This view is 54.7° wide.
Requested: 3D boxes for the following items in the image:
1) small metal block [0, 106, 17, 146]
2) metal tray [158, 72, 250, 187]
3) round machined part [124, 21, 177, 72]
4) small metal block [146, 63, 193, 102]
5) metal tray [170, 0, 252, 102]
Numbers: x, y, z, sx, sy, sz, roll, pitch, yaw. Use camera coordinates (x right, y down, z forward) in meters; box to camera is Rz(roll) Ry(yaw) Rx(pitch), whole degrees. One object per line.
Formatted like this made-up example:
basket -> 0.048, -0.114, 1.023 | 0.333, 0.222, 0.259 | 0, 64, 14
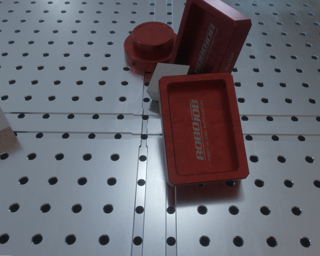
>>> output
small metal block -> -0.225, 0.001, 0.405 | 0.050, 0.025, 0.050 | -28, 56, -22
metal tray -> 0.048, 0.001, 0.370 | 0.091, 0.030, 0.129 | -5, 75, -4
round machined part -> -0.011, -0.140, 0.514 | 0.099, 0.042, 0.098 | 0, 50, 0
small metal block -> 0.015, -0.064, 0.447 | 0.050, 0.025, 0.050 | 10, 67, 23
metal tray -> 0.061, -0.105, 0.425 | 0.030, 0.129, 0.090 | -18, 51, -33
